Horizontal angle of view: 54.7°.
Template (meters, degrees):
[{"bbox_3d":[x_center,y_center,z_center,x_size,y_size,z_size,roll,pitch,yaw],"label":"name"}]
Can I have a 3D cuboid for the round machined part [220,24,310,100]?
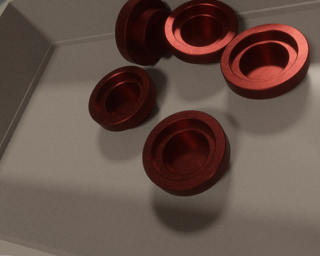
[{"bbox_3d":[0.126,-0.075,0.374,0.098,0.042,0.098,-13,56,20],"label":"round machined part"}]

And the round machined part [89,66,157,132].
[{"bbox_3d":[-0.049,-0.037,0.442,0.098,0.042,0.098,-13,56,20],"label":"round machined part"}]

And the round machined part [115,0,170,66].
[{"bbox_3d":[-0.014,-0.139,0.450,0.042,0.098,0.098,22,74,36],"label":"round machined part"}]

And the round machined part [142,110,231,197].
[{"bbox_3d":[0.033,0.032,0.357,0.098,0.042,0.098,-13,56,20],"label":"round machined part"}]

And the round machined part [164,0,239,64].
[{"bbox_3d":[0.058,-0.129,0.432,0.098,0.042,0.098,-4,65,8],"label":"round machined part"}]
